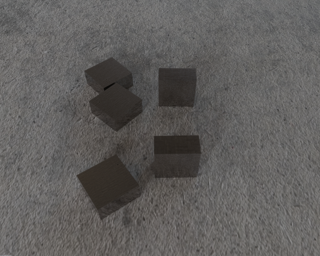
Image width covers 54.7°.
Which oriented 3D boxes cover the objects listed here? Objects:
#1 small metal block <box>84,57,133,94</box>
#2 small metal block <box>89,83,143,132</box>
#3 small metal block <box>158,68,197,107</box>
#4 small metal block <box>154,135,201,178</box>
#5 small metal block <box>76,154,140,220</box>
[{"bbox_3d":[-0.076,-0.075,0.465,0.050,0.025,0.050,-34,58,-25],"label":"small metal block"},{"bbox_3d":[-0.060,-0.030,0.428,0.050,0.025,0.050,35,58,25],"label":"small metal block"},{"bbox_3d":[0.023,-0.056,0.434,0.050,0.050,0.025,1,50,0],"label":"small metal block"},{"bbox_3d":[0.019,0.034,0.358,0.050,0.050,0.025,-1,50,-1],"label":"small metal block"},{"bbox_3d":[-0.057,0.065,0.348,0.050,0.025,0.050,-28,56,-22],"label":"small metal block"}]
